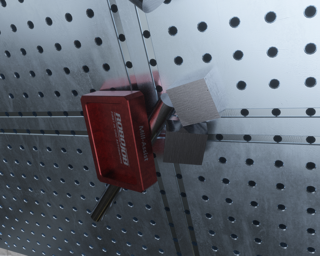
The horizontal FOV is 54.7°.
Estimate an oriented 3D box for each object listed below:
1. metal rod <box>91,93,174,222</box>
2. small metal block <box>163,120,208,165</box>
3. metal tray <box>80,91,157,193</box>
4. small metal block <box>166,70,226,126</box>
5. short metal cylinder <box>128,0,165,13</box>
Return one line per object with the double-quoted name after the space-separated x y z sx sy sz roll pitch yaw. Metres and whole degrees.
-0.051 0.063 0.475 0.025 0.025 0.298 36 129 4 "metal rod"
0.031 0.019 0.393 0.050 0.025 0.050 5 126 -1 "small metal block"
-0.056 0.016 0.419 0.090 0.030 0.129 5 111 38 "metal tray"
0.043 -0.034 0.367 0.050 0.025 0.050 -14 112 33 "small metal block"
-0.011 -0.155 0.284 0.050 0.080 0.080 38 129 2 "short metal cylinder"
